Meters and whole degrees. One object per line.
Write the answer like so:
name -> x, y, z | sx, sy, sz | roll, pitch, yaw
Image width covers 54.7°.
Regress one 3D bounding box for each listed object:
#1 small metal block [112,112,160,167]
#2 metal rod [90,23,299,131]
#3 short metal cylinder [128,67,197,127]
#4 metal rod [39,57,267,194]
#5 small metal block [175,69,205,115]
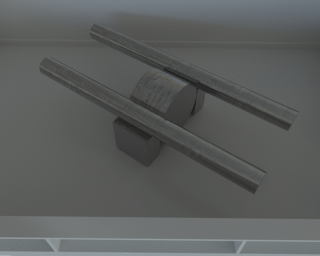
small metal block -> -0.028, 0.013, 0.376 | 0.050, 0.050, 0.025 | 30, 56, 22
metal rod -> 0.028, -0.075, 0.402 | 0.300, 0.025, 0.025 | 29, 56, 22
short metal cylinder -> 0.004, -0.030, 0.393 | 0.050, 0.080, 0.080 | 30, 56, 22
metal rod -> -0.026, -0.015, 0.352 | 0.300, 0.025, 0.025 | 29, 56, 22
small metal block -> 0.035, -0.053, 0.431 | 0.050, 0.050, 0.025 | 30, 56, 22
